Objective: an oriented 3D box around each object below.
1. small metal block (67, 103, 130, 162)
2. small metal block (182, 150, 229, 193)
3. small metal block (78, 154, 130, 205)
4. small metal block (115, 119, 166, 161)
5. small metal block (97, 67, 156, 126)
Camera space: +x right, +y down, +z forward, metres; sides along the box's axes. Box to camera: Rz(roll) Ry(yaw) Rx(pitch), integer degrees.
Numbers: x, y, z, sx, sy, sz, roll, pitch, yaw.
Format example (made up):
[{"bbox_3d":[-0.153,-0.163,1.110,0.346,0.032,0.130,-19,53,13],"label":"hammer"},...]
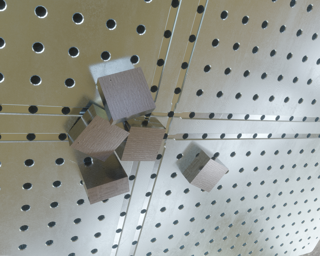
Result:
[{"bbox_3d":[-0.073,0.007,0.371,0.050,0.025,0.050,32,107,-38],"label":"small metal block"},{"bbox_3d":[0.073,0.069,0.493,0.050,0.025,0.050,31,101,-38],"label":"small metal block"},{"bbox_3d":[-0.072,0.064,0.395,0.050,0.050,0.025,-15,125,-20],"label":"small metal block"},{"bbox_3d":[-0.026,0.016,0.406,0.050,0.025,0.050,4,116,-30],"label":"small metal block"},{"bbox_3d":[-0.039,-0.036,0.350,0.050,0.025,0.050,-19,84,-18],"label":"small metal block"}]
